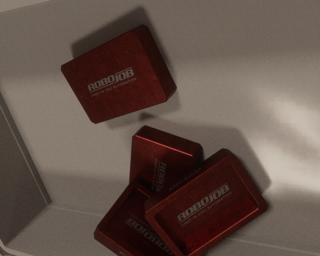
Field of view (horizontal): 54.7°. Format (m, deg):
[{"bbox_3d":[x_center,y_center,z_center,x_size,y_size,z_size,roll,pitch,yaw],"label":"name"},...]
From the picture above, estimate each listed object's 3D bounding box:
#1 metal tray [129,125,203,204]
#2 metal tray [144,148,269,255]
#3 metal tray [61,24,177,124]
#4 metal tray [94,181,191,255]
[{"bbox_3d":[0.003,0.068,0.444,0.090,0.030,0.129,19,126,16],"label":"metal tray"},{"bbox_3d":[0.056,0.098,0.388,0.130,0.030,0.090,-35,103,2],"label":"metal tray"},{"bbox_3d":[-0.055,-0.063,0.394,0.130,0.030,0.090,-15,111,34],"label":"metal tray"},{"bbox_3d":[-0.010,0.143,0.416,0.130,0.090,0.030,34,138,5],"label":"metal tray"}]
